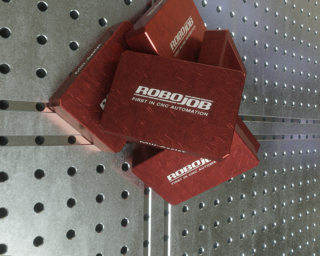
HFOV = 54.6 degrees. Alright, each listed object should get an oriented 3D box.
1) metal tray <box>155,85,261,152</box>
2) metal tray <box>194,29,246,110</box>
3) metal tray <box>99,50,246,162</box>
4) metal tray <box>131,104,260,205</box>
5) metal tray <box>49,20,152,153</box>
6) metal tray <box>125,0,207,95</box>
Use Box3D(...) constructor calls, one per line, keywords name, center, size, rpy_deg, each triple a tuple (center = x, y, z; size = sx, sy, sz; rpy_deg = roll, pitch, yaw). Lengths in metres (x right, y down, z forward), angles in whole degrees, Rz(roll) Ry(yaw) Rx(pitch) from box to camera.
Box3D(name="metal tray", center=(0.065, -0.003, 0.418), size=(0.130, 0.090, 0.030), rpy_deg=(46, 63, -31))
Box3D(name="metal tray", center=(0.090, -0.070, 0.448), size=(0.130, 0.030, 0.090), rpy_deg=(33, 68, -59))
Box3D(name="metal tray", center=(0.013, -0.024, 0.321), size=(0.030, 0.130, 0.090), rpy_deg=(67, 37, -75))
Box3D(name="metal tray", center=(0.042, 0.038, 0.381), size=(0.090, 0.130, 0.030), rpy_deg=(46, 24, -30))
Box3D(name="metal tray", center=(-0.052, -0.048, 0.361), size=(0.090, 0.030, 0.130), rpy_deg=(47, 62, -31))
Box3D(name="metal tray", center=(0.018, -0.114, 0.395), size=(0.090, 0.030, 0.130), rpy_deg=(56, 44, -29))
